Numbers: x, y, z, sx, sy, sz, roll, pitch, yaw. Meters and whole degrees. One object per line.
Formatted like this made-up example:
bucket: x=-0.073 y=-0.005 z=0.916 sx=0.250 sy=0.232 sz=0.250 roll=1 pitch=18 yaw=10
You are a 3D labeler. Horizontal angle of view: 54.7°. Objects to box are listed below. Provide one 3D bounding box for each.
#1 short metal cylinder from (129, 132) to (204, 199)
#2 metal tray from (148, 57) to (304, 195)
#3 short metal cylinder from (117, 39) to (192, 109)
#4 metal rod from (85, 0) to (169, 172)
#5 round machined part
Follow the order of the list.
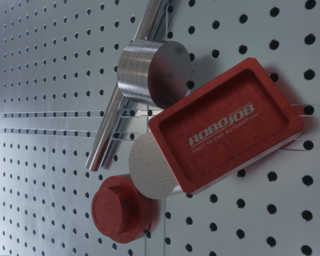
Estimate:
short metal cylinder: x=0.007 y=0.044 z=0.387 sx=0.080 sy=0.050 sz=0.080 roll=0 pitch=90 yaw=40
metal tray: x=0.064 y=-0.001 z=0.320 sx=0.130 sy=0.030 sz=0.090 roll=-32 pitch=68 yaw=9
short metal cylinder: x=-0.005 y=-0.066 z=0.378 sx=0.050 sy=0.081 sz=0.079 roll=17 pitch=101 yaw=39
metal rod: x=-0.050 y=-0.065 z=0.450 sx=0.025 sy=0.025 sz=0.298 roll=38 pitch=113 yaw=33
round machined part: x=-0.062 y=0.119 z=0.450 sx=0.098 sy=0.042 sz=0.097 roll=0 pitch=90 yaw=40
